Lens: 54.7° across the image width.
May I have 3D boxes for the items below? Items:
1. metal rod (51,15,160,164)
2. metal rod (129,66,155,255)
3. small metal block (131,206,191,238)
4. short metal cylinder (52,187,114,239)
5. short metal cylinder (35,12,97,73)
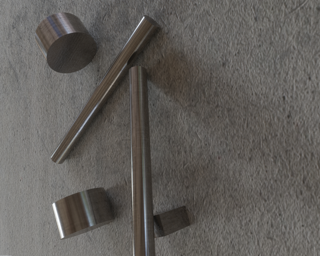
[{"bbox_3d":[-0.097,-0.044,0.485,0.299,0.025,0.025,-49,61,29],"label":"metal rod"},{"bbox_3d":[-0.023,0.058,0.374,0.025,0.025,0.299,-22,61,38],"label":"metal rod"},{"bbox_3d":[0.001,0.120,0.388,0.050,0.050,0.025,-26,74,37],"label":"small metal block"},{"bbox_3d":[-0.115,0.128,0.464,0.080,0.081,0.050,-34,69,35],"label":"short metal cylinder"},{"bbox_3d":[-0.149,-0.134,0.492,0.080,0.081,0.050,-49,61,29],"label":"short metal cylinder"}]
